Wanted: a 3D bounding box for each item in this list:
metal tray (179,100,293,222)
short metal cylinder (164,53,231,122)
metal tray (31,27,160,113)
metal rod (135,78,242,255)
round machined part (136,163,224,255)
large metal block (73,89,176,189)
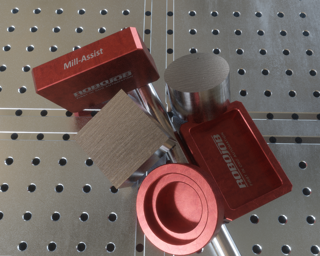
[{"bbox_3d":[0.091,0.040,0.391,0.091,0.030,0.130,-24,72,-9],"label":"metal tray"},{"bbox_3d":[0.049,-0.053,0.399,0.080,0.050,0.080,-7,46,8],"label":"short metal cylinder"},{"bbox_3d":[-0.074,-0.066,0.382,0.130,0.090,0.030,-21,73,8],"label":"metal tray"},{"bbox_3d":[0.020,0.028,0.397,0.025,0.025,0.299,-24,72,-8],"label":"metal rod"},{"bbox_3d":[0.025,0.088,0.352,0.098,0.042,0.097,-3,84,28],"label":"round machined part"},{"bbox_3d":[-0.040,0.014,0.370,0.080,0.050,0.080,-45,76,4],"label":"large metal block"}]
